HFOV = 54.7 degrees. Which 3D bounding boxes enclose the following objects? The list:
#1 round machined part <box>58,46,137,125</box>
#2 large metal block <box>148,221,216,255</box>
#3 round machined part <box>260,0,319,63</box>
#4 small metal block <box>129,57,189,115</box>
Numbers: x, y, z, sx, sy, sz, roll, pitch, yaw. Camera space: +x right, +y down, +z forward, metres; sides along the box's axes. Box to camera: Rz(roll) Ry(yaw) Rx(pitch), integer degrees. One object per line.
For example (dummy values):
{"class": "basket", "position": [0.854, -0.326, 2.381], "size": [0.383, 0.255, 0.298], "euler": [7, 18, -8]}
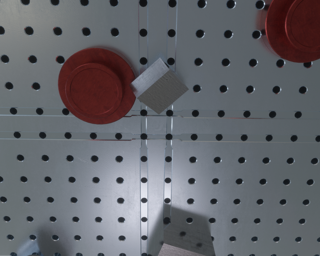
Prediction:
{"class": "round machined part", "position": [-0.078, -0.050, 0.385], "size": [0.099, 0.042, 0.097], "euler": [0, 110, 0]}
{"class": "large metal block", "position": [0.029, 0.200, 0.474], "size": [0.080, 0.050, 0.079], "euler": [19, 109, -7]}
{"class": "round machined part", "position": [0.172, -0.125, 0.360], "size": [0.099, 0.042, 0.097], "euler": [0, 110, 0]}
{"class": "small metal block", "position": [-0.001, -0.050, 0.381], "size": [0.050, 0.025, 0.050], "euler": [-40, 144, 12]}
